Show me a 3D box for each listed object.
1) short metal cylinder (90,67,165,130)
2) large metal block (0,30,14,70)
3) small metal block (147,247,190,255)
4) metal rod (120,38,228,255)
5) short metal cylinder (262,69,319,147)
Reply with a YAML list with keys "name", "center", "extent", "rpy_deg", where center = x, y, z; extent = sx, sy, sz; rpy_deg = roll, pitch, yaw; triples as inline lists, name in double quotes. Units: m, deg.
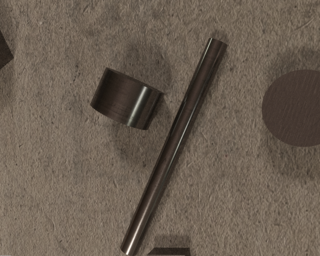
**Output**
- name: "short metal cylinder"
  center: [-0.041, -0.037, 0.393]
  extent: [0.080, 0.080, 0.050]
  rpy_deg: [28, 99, 17]
- name: "large metal block"
  center: [-0.291, -0.136, 0.480]
  extent: [0.050, 0.080, 0.080]
  rpy_deg: [-32, 80, 17]
- name: "small metal block"
  center: [0.014, 0.186, 0.403]
  extent: [0.050, 0.025, 0.050]
  rpy_deg: [-7, 88, 19]
- name: "metal rod"
  center: [0.015, 0.030, 0.402]
  extent: [0.025, 0.025, 0.298]
  rpy_deg: [25, 98, 18]
- name: "short metal cylinder"
  center: [0.155, -0.020, 0.341]
  extent: [0.080, 0.050, 0.079]
  rpy_deg: [0, 90, 19]
